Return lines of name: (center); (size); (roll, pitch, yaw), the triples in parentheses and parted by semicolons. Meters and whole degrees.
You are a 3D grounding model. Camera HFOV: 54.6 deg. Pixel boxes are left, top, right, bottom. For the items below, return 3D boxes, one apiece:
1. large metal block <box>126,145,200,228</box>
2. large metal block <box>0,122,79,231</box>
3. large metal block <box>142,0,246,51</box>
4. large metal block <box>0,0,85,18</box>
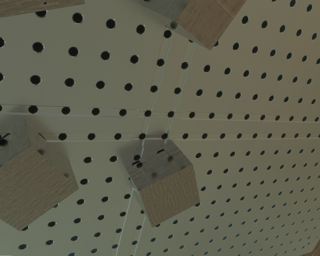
large metal block: (0.006, 0.084, 0.449); (0.080, 0.050, 0.080); (-24, 127, -13)
large metal block: (-0.152, 0.055, 0.345); (0.080, 0.050, 0.080); (-36, 129, -4)
large metal block: (0.038, -0.136, 0.312); (0.050, 0.080, 0.080); (28, 103, -37)
large metal block: (-0.113, -0.138, 0.247); (0.081, 0.050, 0.080); (-18, 126, -18)
